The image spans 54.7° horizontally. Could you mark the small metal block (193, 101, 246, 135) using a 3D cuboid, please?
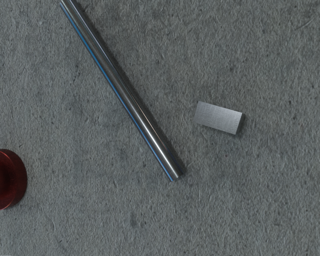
[{"bbox_3d":[0.072,-0.012,0.370,0.050,0.050,0.025,18,96,19],"label":"small metal block"}]

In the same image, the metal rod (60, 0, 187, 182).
[{"bbox_3d":[-0.056,-0.060,0.427,0.025,0.025,0.299,-36,79,16],"label":"metal rod"}]

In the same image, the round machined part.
[{"bbox_3d":[-0.265,0.083,0.491,0.098,0.042,0.097,0,90,19],"label":"round machined part"}]
